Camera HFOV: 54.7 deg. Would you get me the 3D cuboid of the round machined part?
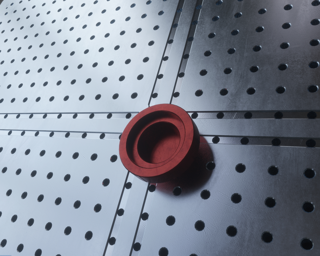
[{"bbox_3d":[0.003,0.022,0.381,0.098,0.042,0.098,-13,56,20],"label":"round machined part"}]
